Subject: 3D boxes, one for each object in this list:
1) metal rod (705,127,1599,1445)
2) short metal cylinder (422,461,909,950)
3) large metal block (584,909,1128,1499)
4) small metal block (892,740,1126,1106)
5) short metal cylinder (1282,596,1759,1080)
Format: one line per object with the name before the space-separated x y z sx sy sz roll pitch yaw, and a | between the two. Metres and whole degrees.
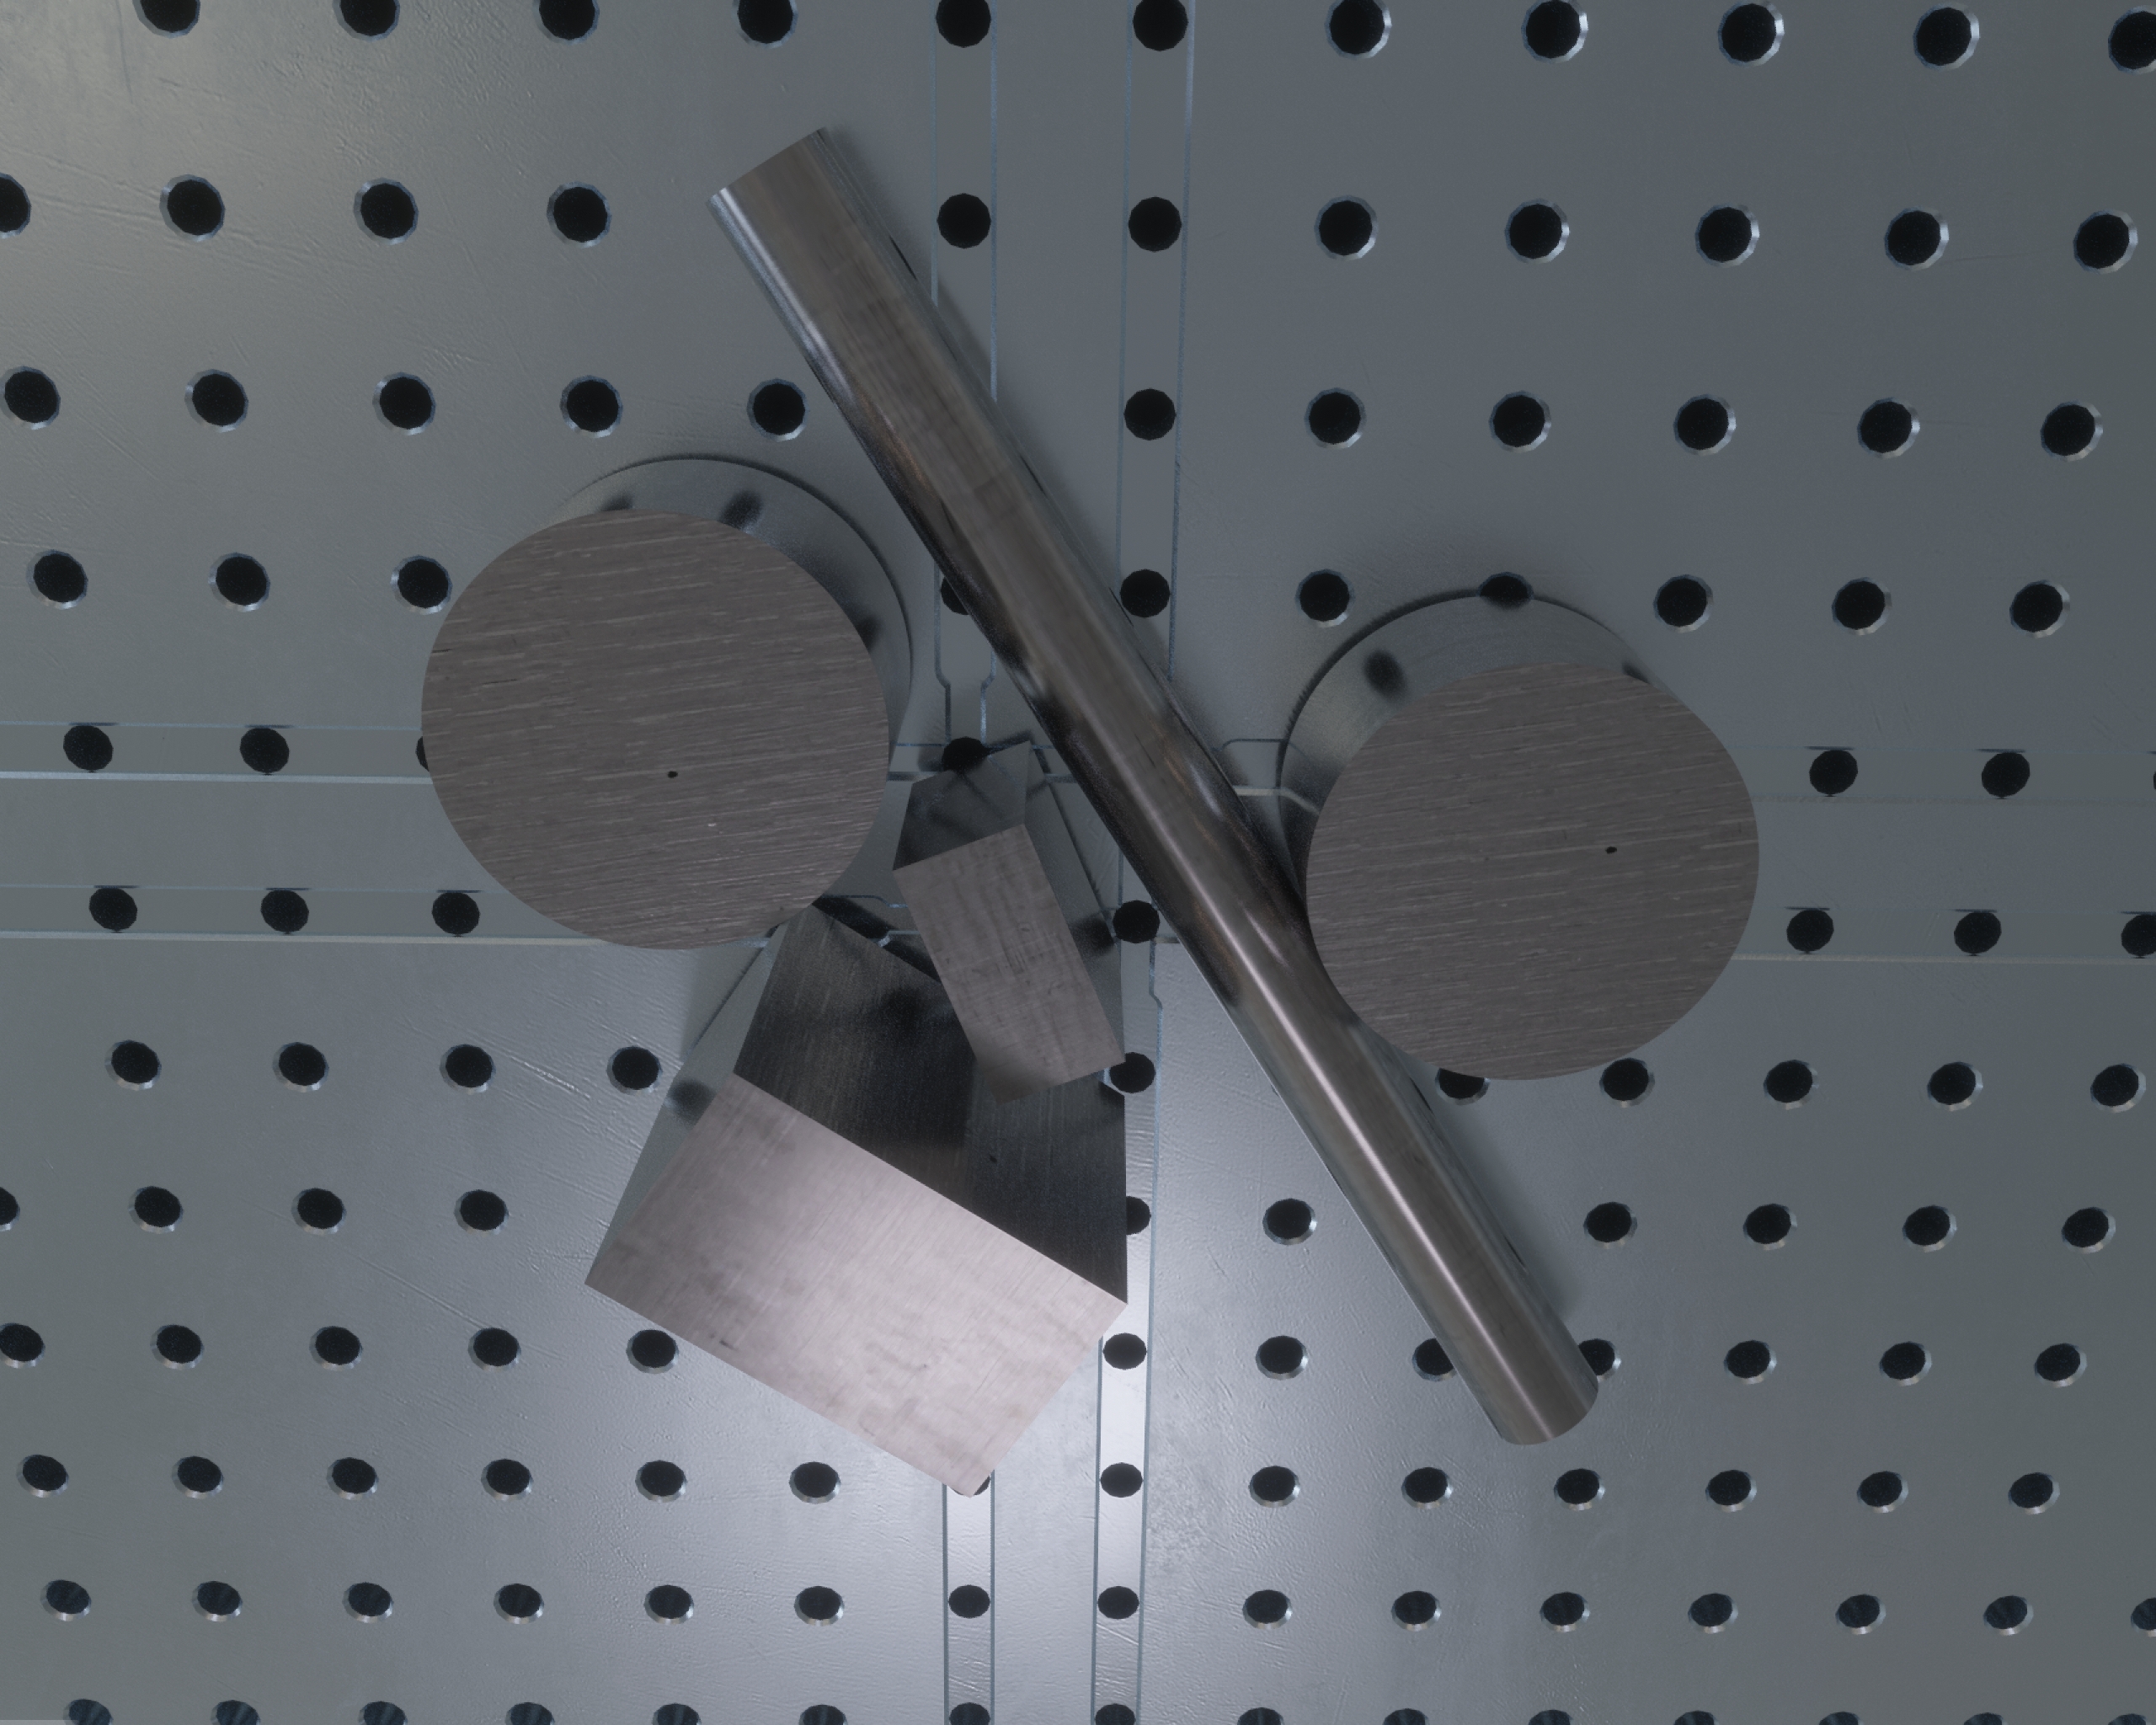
metal rod | 0.024 -0.002 0.409 0.025 0.025 0.299 -30 108 10
short metal cylinder | -0.073 -0.030 0.384 0.081 0.050 0.079 0 110 0
large metal block | -0.038 0.061 0.401 0.080 0.080 0.050 33 108 -11
small metal block | -0.012 0.010 0.399 0.025 0.050 0.050 -20 109 7
short metal cylinder | 0.081 -0.006 0.395 0.081 0.050 0.079 0 110 0
